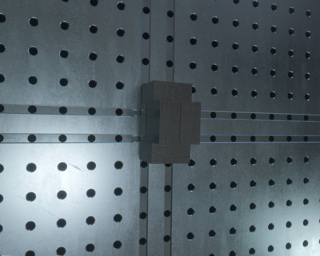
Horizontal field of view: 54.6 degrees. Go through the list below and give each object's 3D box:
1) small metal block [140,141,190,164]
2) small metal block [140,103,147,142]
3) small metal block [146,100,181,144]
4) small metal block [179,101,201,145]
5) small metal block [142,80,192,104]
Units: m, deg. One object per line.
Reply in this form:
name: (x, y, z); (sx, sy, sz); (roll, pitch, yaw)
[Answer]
small metal block: (0.005, 0.031, 0.401); (0.050, 0.050, 0.025); (2, 90, -20)
small metal block: (0.002, -0.007, 0.412); (0.050, 0.025, 0.050); (2, 90, -19)
small metal block: (0.003, -0.007, 0.373); (0.025, 0.050, 0.050); (2, 90, -20)
small metal block: (0.027, -0.006, 0.382); (0.025, 0.050, 0.050); (2, 89, -19)
small metal block: (0.008, -0.044, 0.401); (0.050, 0.050, 0.025); (2, 90, -20)
